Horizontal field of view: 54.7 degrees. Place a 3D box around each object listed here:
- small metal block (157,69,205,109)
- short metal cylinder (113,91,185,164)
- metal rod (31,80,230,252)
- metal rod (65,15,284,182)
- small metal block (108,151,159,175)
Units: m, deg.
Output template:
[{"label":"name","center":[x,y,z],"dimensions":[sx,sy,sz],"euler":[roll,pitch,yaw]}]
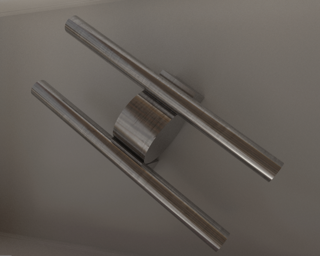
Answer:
[{"label":"small metal block","center":[0.023,-0.045,0.386],"dimensions":[0.050,0.050,0.025],"euler":[38,102,15]},{"label":"short metal cylinder","center":[-0.012,-0.003,0.383],"dimensions":[0.050,0.080,0.080],"euler":[38,102,15]},{"label":"metal rod","center":[-0.047,0.035,0.373],"dimensions":[0.300,0.025,0.025],"euler":[38,102,16]},{"label":"metal rod","center":[0.003,-0.043,0.354],"dimensions":[0.300,0.025,0.025],"euler":[38,102,15]},{"label":"small metal block","center":[-0.036,0.040,0.407],"dimensions":[0.050,0.050,0.025],"euler":[38,102,15]}]
